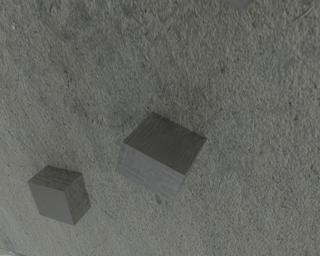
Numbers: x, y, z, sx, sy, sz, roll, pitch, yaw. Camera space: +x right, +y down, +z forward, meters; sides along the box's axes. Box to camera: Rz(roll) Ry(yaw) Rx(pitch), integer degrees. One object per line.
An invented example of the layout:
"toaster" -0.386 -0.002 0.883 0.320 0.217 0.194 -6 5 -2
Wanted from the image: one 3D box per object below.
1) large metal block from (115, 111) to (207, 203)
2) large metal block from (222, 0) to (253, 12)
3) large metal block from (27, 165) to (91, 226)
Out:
"large metal block" 0.002 0.034 0.391 0.080 0.080 0.050 28 128 11
"large metal block" 0.073 -0.147 0.242 0.050 0.080 0.079 34 129 5
"large metal block" -0.180 0.121 0.561 0.080 0.050 0.079 8 122 24
